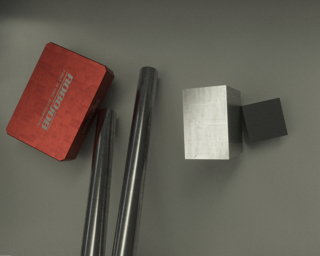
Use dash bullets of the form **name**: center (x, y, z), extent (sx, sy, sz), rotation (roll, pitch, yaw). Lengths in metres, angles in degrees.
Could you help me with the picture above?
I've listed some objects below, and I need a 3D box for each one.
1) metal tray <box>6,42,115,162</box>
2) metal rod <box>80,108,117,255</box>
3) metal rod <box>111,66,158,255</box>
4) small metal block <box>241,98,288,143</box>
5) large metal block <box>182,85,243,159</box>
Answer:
- **metal tray**: center (-0.127, -0.033, 0.399), extent (0.090, 0.030, 0.129), rotation (25, 90, 10)
- **metal rod**: center (-0.070, 0.108, 0.334), extent (0.025, 0.025, 0.299), rotation (0, 58, 0)
- **metal rod**: center (-0.029, 0.060, 0.349), extent (0.025, 0.025, 0.299), rotation (6, 64, 0)
- **small metal block**: center (0.136, -0.010, 0.413), extent (0.050, 0.025, 0.050), rotation (-13, 90, -1)
- **large metal block**: center (0.067, -0.006, 0.378), extent (0.050, 0.080, 0.079), rotation (-2, 90, 25)
